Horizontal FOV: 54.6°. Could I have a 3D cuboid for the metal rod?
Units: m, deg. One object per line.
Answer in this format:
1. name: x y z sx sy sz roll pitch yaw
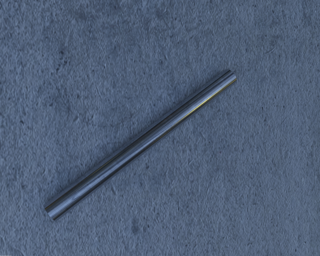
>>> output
1. metal rod: -0.014 0.013 0.405 0.301 0.025 0.025 -37 102 -16
